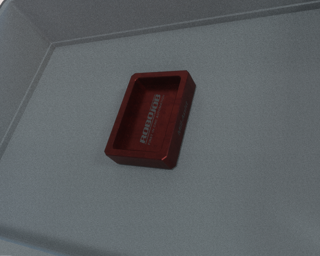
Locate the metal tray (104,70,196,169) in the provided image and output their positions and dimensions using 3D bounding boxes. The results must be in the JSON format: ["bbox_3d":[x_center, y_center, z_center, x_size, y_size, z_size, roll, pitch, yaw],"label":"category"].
[{"bbox_3d":[-0.011,-0.014,0.412,0.090,0.030,0.130,2,62,28],"label":"metal tray"}]
